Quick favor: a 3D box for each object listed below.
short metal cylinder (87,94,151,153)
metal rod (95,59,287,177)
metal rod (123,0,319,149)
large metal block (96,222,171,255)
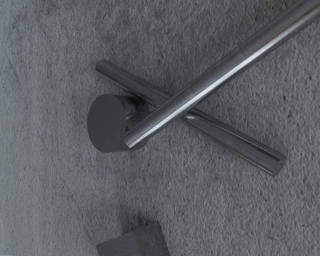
[{"bbox_3d":[-0.057,-0.006,0.436,0.080,0.050,0.079,0,90,40],"label":"short metal cylinder"},{"bbox_3d":[0.015,-0.028,0.392,0.300,0.025,0.025,33,110,35],"label":"metal rod"},{"bbox_3d":[0.071,-0.062,0.324,0.299,0.025,0.025,-36,68,27],"label":"metal rod"},{"bbox_3d":[-0.032,0.181,0.415,0.080,0.050,0.080,-32,70,35],"label":"large metal block"}]
